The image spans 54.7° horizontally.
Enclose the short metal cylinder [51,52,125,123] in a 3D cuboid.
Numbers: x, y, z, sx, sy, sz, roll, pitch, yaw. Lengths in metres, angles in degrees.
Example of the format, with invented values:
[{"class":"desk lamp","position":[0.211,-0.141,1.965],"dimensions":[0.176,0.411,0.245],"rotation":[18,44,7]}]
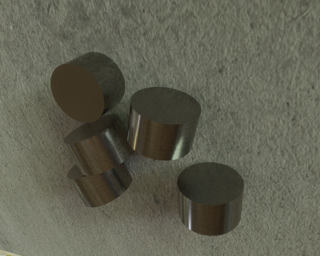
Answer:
[{"class":"short metal cylinder","position":[-0.093,-0.053,0.405],"dimensions":[0.080,0.050,0.079],"rotation":[13,124,20]}]

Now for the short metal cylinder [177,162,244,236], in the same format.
[{"class":"short metal cylinder","position":[0.063,0.087,0.391],"dimensions":[0.080,0.080,0.050],"rotation":[10,123,22]}]

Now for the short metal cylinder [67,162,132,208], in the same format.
[{"class":"short metal cylinder","position":[-0.089,0.072,0.461],"dimensions":[0.080,0.080,0.050],"rotation":[-12,112,33]}]

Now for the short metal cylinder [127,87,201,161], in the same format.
[{"class":"short metal cylinder","position":[0.003,-0.007,0.364],"dimensions":[0.080,0.080,0.050],"rotation":[21,126,15]}]

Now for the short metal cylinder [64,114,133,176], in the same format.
[{"class":"short metal cylinder","position":[-0.083,0.022,0.427],"dimensions":[0.080,0.080,0.050],"rotation":[-10,114,32]}]
